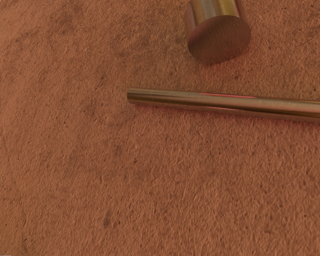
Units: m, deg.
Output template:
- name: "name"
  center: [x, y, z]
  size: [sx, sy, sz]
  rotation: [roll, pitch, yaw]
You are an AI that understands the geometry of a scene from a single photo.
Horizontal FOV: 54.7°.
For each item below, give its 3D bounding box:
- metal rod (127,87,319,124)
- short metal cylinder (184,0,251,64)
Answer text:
- name: "metal rod"
  center: [0.087, -0.029, 0.374]
  size: [0.300, 0.025, 0.025]
  rotation: [8, 66, 31]
- name: "short metal cylinder"
  center: [0.074, -0.132, 0.410]
  size: [0.080, 0.080, 0.050]
  rotation: [-16, 55, 18]
